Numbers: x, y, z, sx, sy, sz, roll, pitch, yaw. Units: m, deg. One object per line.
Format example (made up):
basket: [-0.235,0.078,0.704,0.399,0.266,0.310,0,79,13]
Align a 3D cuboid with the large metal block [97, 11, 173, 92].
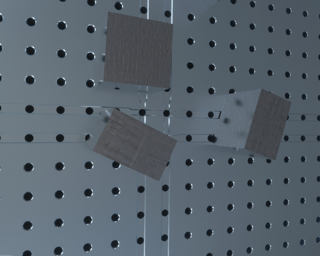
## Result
large metal block: [-0.032,-0.091,0.388,0.081,0.050,0.079,4,89,-20]

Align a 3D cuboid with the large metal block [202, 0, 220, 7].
large metal block: [0.065,-0.217,0.408,0.080,0.080,0.050,28,81,-18]

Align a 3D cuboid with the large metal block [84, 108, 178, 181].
large metal block: [-0.038,0.019,0.370,0.080,0.080,0.050,28,81,-18]

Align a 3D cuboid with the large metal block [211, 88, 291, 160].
large metal block: [0.124,-0.005,0.431,0.050,0.080,0.080,20,83,-19]
